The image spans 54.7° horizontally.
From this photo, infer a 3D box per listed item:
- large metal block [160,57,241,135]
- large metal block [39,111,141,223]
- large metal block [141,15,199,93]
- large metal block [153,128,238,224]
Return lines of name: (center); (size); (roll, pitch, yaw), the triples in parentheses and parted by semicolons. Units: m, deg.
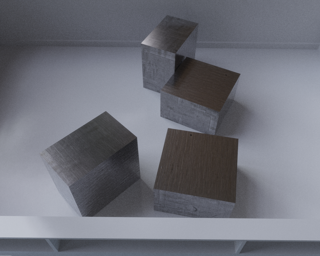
large metal block: (0.055, -0.045, 0.427); (0.080, 0.050, 0.080); (22, 53, 17)
large metal block: (-0.069, 0.042, 0.333); (0.080, 0.080, 0.050); (-37, 59, -27)
large metal block: (0.015, -0.106, 0.459); (0.050, 0.080, 0.080); (21, 53, 16)
large metal block: (0.041, 0.052, 0.346); (0.080, 0.050, 0.080); (9, 51, 7)
